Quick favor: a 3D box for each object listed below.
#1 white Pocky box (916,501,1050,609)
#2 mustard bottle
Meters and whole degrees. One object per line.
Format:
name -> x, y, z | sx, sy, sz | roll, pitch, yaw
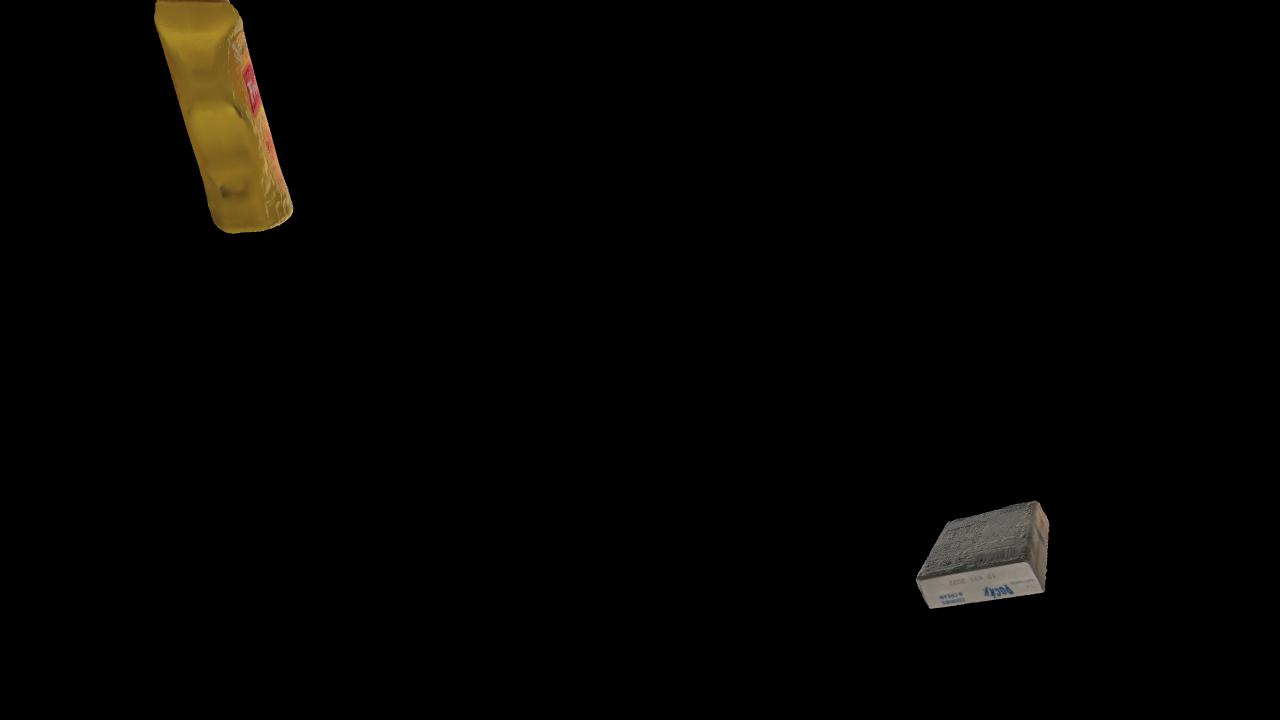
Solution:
white Pocky box -> 0.290, 0.159, 0.514 | 0.084, 0.028, 0.154 | -28, -11, 34
mustard bottle -> -0.299, -0.190, 0.437 | 0.054, 0.184, 0.092 | -7, 30, -14
